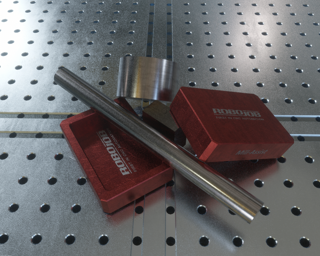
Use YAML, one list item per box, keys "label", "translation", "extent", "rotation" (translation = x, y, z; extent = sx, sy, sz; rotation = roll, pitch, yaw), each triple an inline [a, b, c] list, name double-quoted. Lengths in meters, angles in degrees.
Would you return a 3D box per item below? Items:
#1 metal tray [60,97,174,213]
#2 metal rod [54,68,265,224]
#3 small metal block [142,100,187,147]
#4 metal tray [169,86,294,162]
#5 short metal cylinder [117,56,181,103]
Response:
- label: "metal tray"
  translation: [-0.054, 0.026, 0.377]
  extent: [0.091, 0.030, 0.130]
  rotation: [-25, 55, -20]
- label: "metal rod"
  translation: [-0.020, 0.006, 0.359]
  extent: [0.300, 0.025, 0.025]
  rotation: [34, 58, 25]
- label: "small metal block"
  translation: [0.006, 0.000, 0.385]
  extent: [0.050, 0.050, 0.025]
  rotation: [33, 58, 25]
- label: "metal tray"
  translation: [0.087, -0.005, 0.371]
  extent: [0.131, 0.030, 0.090]
  rotation: [1, 45, -32]
- label: "short metal cylinder"
  translation: [-0.015, -0.062, 0.411]
  extent: [0.080, 0.080, 0.050]
  rotation: [6, 92, 5]
